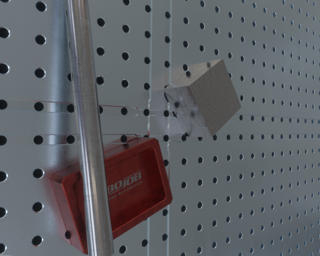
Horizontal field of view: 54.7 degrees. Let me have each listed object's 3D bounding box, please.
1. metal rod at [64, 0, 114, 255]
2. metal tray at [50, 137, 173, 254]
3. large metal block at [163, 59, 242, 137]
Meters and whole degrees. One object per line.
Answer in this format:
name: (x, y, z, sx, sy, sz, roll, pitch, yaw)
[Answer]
metal rod: (-0.075, -0.023, 0.318, 0.025, 0.025, 0.298, -3, 83, -40)
metal tray: (-0.049, 0.073, 0.364, 0.131, 0.030, 0.089, -23, 105, -38)
large metal block: (0.063, -0.043, 0.446, 0.080, 0.050, 0.080, -41, 115, -32)
